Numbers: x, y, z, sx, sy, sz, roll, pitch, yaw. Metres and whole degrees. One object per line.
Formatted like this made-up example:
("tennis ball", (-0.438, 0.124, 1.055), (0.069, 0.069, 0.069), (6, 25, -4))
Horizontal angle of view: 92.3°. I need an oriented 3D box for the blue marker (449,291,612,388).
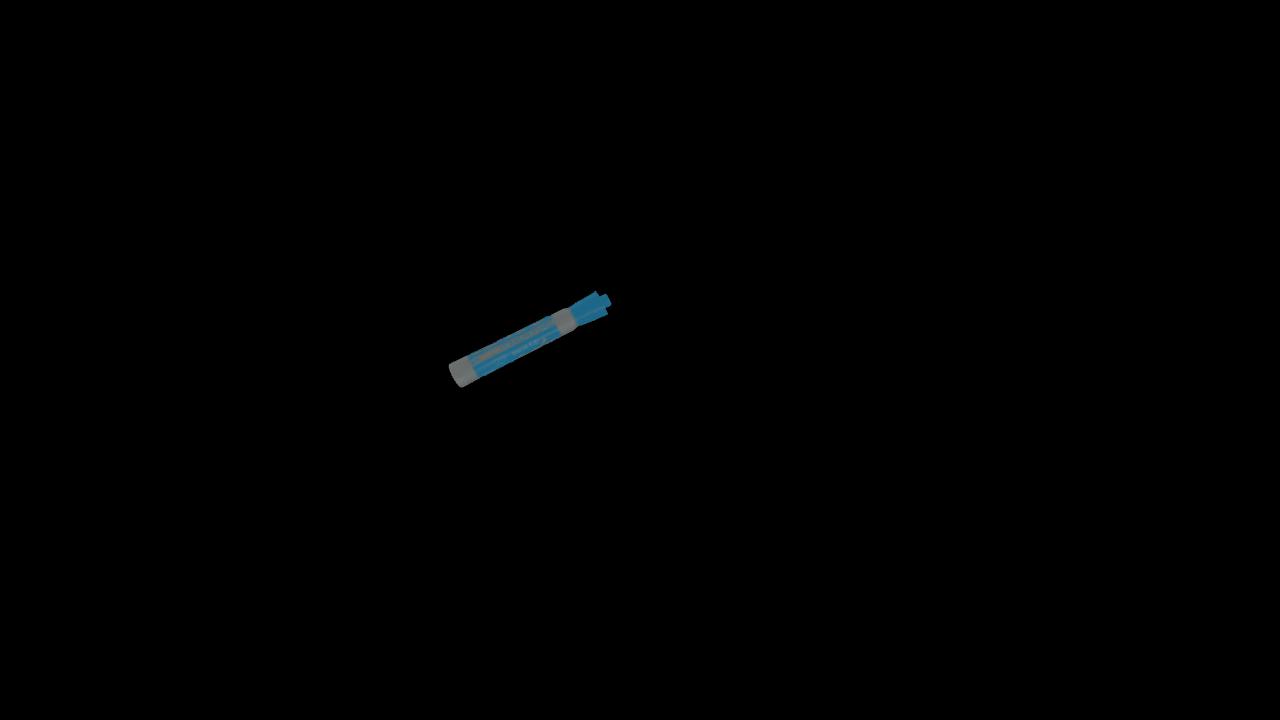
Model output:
("blue marker", (-0.076, -0.016, 0.434), (0.121, 0.020, 0.020), (-27, 2, -5))
